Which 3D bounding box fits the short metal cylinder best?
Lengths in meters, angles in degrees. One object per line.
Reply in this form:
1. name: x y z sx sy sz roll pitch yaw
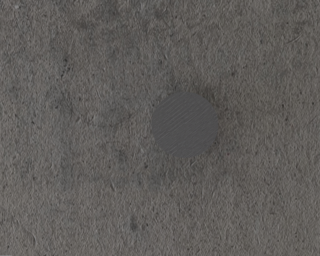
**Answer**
1. short metal cylinder: 0.030 -0.004 0.398 0.080 0.050 0.080 0 90 0
